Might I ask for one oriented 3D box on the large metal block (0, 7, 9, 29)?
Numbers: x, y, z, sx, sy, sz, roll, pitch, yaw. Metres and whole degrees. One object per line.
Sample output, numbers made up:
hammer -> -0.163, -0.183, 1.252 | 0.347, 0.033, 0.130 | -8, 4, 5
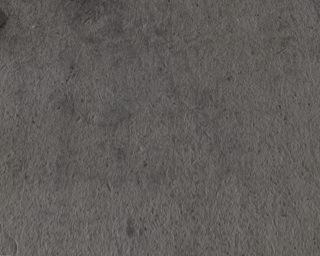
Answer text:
large metal block -> -0.290, -0.161, 0.452 | 0.080, 0.050, 0.080 | 25, 72, 8
